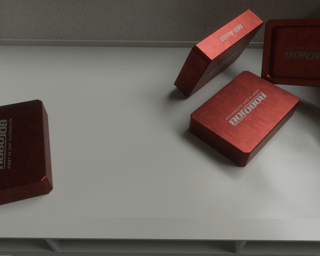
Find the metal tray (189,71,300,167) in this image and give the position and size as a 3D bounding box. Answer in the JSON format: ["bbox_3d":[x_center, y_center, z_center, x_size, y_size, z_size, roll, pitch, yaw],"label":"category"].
[{"bbox_3d":[0.114,-0.018,0.419,0.090,0.030,0.131,36,58,26],"label":"metal tray"}]

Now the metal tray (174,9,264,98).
[{"bbox_3d":[0.085,-0.108,0.451,0.030,0.090,0.131,46,61,9],"label":"metal tray"}]

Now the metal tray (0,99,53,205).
[{"bbox_3d":[-0.184,0.027,0.377,0.091,0.030,0.130,-12,51,-11],"label":"metal tray"}]

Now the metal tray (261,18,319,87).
[{"bbox_3d":[0.213,-0.104,0.428,0.130,0.089,0.030,9,16,29],"label":"metal tray"}]
